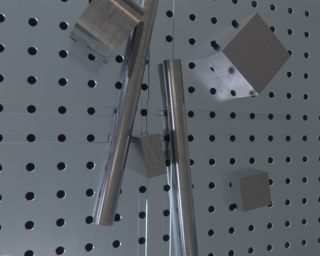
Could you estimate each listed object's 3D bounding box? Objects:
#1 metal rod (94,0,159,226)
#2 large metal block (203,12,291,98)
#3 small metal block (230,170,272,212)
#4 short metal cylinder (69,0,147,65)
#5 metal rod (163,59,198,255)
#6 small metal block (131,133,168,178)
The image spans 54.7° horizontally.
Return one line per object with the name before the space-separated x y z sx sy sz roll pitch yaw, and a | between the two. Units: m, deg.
metal rod | -0.042 -0.028 0.397 0.025 0.025 0.298 13 86 -20
large metal block | 0.125 -0.102 0.446 0.080 0.050 0.080 45 76 -15
small metal block | 0.136 0.093 0.463 0.050 0.025 0.050 -8 93 -20
short metal cylinder | -0.060 -0.121 0.361 0.050 0.080 0.080 37 78 -17
metal rod | 0.030 0.057 0.423 0.025 0.025 0.298 -6 92 -20
small metal block | -0.016 0.033 0.394 0.025 0.050 0.050 -12 94 -20
